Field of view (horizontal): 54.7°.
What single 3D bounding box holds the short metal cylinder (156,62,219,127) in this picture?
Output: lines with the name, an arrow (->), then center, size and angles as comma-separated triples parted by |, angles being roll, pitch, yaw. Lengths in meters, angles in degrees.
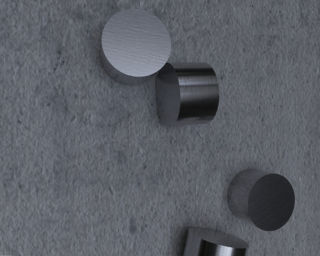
short metal cylinder -> 0.032, -0.043, 0.393 | 0.050, 0.080, 0.079 | -5, 92, -21

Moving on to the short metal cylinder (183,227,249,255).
short metal cylinder -> 0.072, 0.168, 0.408 | 0.081, 0.080, 0.050 | 14, 85, -20

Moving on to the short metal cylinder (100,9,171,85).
short metal cylinder -> -0.032, -0.097, 0.379 | 0.081, 0.050, 0.080 | 1, 86, -14

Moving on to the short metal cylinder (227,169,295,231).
short metal cylinder -> 0.147, 0.103, 0.452 | 0.081, 0.050, 0.079 | 0, 90, -21
